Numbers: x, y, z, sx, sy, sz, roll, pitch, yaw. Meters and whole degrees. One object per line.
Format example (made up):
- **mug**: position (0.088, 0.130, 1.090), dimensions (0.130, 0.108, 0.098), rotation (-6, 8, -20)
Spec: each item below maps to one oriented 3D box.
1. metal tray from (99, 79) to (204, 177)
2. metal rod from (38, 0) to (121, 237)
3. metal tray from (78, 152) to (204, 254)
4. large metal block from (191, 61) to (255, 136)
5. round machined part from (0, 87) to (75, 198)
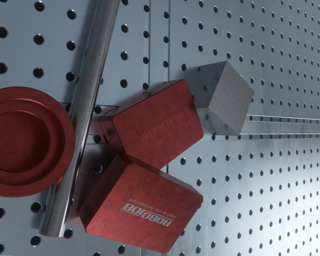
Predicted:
- **metal tray**: position (-0.004, 0.000, 0.404), dimensions (0.131, 0.030, 0.090), rotation (-32, 110, -35)
- **metal rod**: position (-0.082, -0.036, 0.341), dimensions (0.025, 0.025, 0.299), rotation (19, 78, -39)
- **metal tray**: position (-0.018, 0.094, 0.372), dimensions (0.130, 0.030, 0.090), rotation (32, 93, -36)
- **large metal block**: position (0.091, -0.042, 0.472), dimensions (0.080, 0.050, 0.080), rotation (37, 67, -34)
- **round machined part**: position (-0.134, 0.012, 0.287), dimensions (0.099, 0.042, 0.097), rotation (0, 90, -40)
